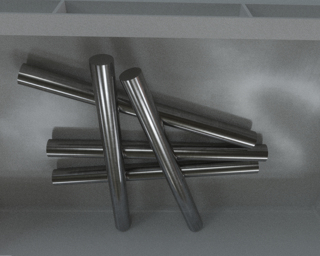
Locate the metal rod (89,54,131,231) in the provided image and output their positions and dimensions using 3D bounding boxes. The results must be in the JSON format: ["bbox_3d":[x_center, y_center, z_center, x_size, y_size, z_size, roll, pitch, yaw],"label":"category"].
[{"bbox_3d":[-0.060,0.044,0.410,0.025,0.025,0.298,0,130,-1],"label":"metal rod"}]

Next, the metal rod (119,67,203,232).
[{"bbox_3d":[0.014,0.051,0.418,0.025,0.025,0.299,-14,129,11],"label":"metal rod"}]

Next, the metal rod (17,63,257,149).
[{"bbox_3d":[-0.016,-0.023,0.387,0.302,0.025,0.025,15,128,-14],"label":"metal rod"}]

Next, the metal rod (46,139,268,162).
[{"bbox_3d":[-0.002,0.031,0.433,0.302,0.025,0.025,1,130,-2],"label":"metal rod"}]

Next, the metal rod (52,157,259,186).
[{"bbox_3d":[-0.008,0.064,0.462,0.302,0.025,0.025,-4,130,2],"label":"metal rod"}]
